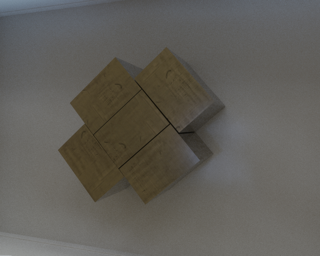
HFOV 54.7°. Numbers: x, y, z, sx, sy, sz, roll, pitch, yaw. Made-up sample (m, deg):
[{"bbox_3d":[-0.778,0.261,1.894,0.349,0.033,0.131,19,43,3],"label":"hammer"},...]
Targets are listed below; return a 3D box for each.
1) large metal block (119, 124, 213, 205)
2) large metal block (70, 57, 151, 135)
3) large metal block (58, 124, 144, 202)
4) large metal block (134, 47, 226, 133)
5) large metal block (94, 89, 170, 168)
[{"bbox_3d":[0.011,0.040,0.376,0.080,0.080,0.050,-42,77,15],"label":"large metal block"},{"bbox_3d":[-0.051,-0.037,0.397,0.080,0.080,0.050,-42,77,15],"label":"large metal block"},{"bbox_3d":[-0.070,0.041,0.404,0.050,0.080,0.080,-42,77,15],"label":"large metal block"},{"bbox_3d":[0.027,-0.042,0.370,0.050,0.080,0.080,-42,77,15],"label":"large metal block"},{"bbox_3d":[-0.020,0.001,0.387,0.080,0.080,0.050,-42,77,15],"label":"large metal block"}]
